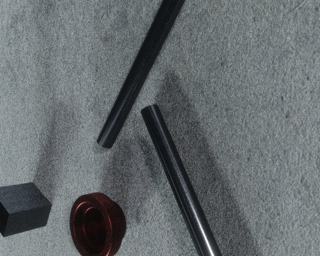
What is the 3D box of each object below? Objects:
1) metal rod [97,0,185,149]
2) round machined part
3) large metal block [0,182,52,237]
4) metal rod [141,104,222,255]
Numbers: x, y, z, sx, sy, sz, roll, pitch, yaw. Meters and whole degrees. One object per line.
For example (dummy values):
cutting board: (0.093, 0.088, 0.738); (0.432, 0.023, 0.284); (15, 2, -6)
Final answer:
metal rod: (-0.017, -0.098, 0.416); (0.025, 0.025, 0.298); (43, 115, 31)
round machined part: (-0.089, 0.145, 0.465); (0.098, 0.042, 0.097); (0, 90, 39)
large metal block: (-0.266, 0.150, 0.585); (0.080, 0.081, 0.050); (32, 110, 35)
metal rod: (0.041, 0.106, 0.369); (0.025, 0.025, 0.299); (-35, 69, 34)
